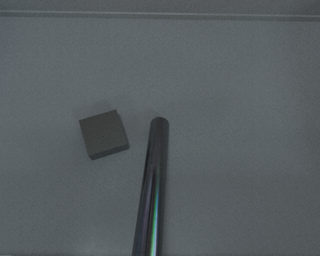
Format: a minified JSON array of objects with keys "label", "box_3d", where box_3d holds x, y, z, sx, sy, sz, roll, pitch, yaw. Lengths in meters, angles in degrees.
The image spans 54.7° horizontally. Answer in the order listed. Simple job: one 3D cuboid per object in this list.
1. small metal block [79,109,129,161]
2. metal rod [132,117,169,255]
[{"label":"small metal block","box_3d":[-0.073,0.009,0.405,0.050,0.025,0.050,-17,71,-7]},{"label":"metal rod","box_3d":[-0.009,0.083,0.292,0.025,0.025,0.300,4,36,1]}]
